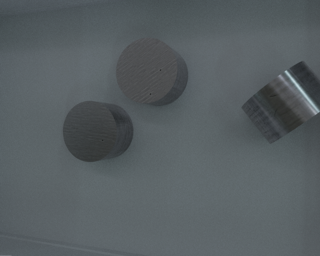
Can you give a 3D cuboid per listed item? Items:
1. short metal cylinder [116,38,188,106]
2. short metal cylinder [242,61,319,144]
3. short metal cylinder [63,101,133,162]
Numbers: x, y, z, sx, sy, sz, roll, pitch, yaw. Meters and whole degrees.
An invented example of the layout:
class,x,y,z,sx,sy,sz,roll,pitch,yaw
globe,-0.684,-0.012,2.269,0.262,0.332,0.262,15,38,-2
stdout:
class,x,y,z,sx,sy,sz,roll,pitch,yaw
short metal cylinder,-0.009,-0.070,0.400,0.080,0.050,0.079,0,90,19
short metal cylinder,0.136,-0.026,0.333,0.080,0.080,0.050,-38,78,16
short metal cylinder,-0.084,0.004,0.426,0.080,0.050,0.079,0,90,19
